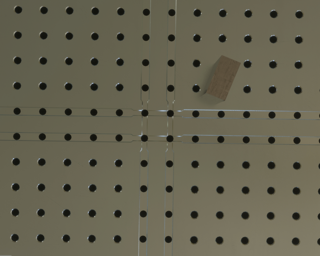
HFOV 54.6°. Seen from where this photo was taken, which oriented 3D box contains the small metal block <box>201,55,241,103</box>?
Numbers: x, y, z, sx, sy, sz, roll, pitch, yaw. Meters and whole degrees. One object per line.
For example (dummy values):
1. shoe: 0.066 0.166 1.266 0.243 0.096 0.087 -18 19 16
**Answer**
1. small metal block: 0.077 -0.061 0.401 0.025 0.050 0.050 23 90 0
